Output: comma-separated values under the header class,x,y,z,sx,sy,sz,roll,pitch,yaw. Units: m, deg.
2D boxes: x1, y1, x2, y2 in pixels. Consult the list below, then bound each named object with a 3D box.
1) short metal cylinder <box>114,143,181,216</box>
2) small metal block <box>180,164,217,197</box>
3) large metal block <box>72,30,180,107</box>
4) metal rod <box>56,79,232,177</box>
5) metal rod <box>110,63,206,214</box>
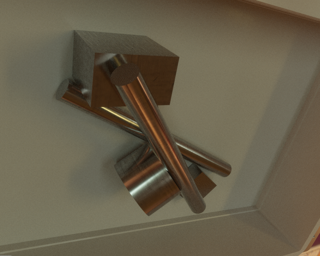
class,x,y,z,sx,sy,sz,roll,pitch,yaw
short metal cylinder,-0.016,0.067,0.404,0.050,0.080,0.080,-35,129,-6
small metal block,0.055,0.091,0.496,0.050,0.025,0.050,-44,130,2
large metal block,-0.039,-0.062,0.314,0.081,0.080,0.050,-4,120,-27
metal rod,0.002,0.014,0.419,0.301,0.025,0.025,28,103,-38
metal rod,0.016,0.039,0.366,0.025,0.025,0.299,-35,142,-6
